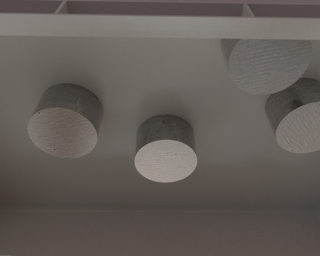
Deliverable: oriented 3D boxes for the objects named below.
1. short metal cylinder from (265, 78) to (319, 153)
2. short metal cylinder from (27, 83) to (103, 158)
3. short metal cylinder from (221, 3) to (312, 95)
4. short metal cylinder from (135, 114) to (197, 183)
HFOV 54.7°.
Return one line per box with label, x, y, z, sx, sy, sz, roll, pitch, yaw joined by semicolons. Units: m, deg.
short metal cylinder;0.177;-0.014;0.382;0.081;0.050;0.079;0;130;0
short metal cylinder;-0.115;-0.008;0.384;0.081;0.050;0.079;0;130;0
short metal cylinder;0.108;-0.082;0.324;0.081;0.050;0.079;0;130;0
short metal cylinder;0.008;0.028;0.417;0.081;0.050;0.079;0;130;0
